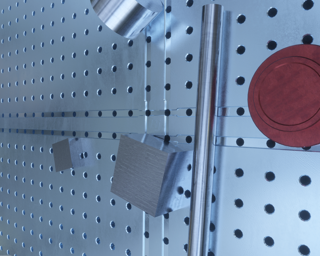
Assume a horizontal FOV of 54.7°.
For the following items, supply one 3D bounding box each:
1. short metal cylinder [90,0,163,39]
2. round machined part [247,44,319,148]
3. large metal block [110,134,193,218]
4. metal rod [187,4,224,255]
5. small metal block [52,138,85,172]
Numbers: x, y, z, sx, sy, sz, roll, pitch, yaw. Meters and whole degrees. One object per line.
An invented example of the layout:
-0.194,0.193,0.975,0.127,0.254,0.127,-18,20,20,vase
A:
-0.043,-0.166,0.407,0.050,0.081,0.080,-37,67,33,short metal cylinder
0.129,-0.030,0.291,0.098,0.042,0.097,0,90,39,round machined part
-0.012,0.057,0.401,0.080,0.050,0.079,19,102,38,large metal block
0.053,0.010,0.364,0.025,0.025,0.298,5,93,39,metal rod
-0.159,0.047,0.538,0.050,0.025,0.050,-18,79,38,small metal block
